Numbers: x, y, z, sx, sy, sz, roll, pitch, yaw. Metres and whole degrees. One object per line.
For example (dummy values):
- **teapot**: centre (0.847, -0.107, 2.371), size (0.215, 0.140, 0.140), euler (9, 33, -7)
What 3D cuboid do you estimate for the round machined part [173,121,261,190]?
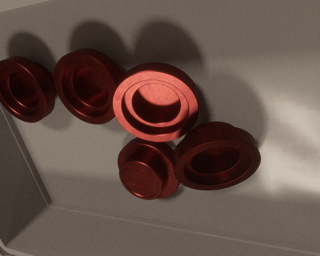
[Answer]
- **round machined part**: centre (0.063, 0.030, 0.363), size (0.099, 0.042, 0.097), euler (-4, 138, -3)

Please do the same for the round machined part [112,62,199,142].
- **round machined part**: centre (-0.003, -0.034, 0.365), size (0.099, 0.042, 0.097), euler (4, 128, 5)

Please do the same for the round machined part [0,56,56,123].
- **round machined part**: centre (-0.195, -0.060, 0.461), size (0.098, 0.042, 0.097), euler (13, 124, 20)

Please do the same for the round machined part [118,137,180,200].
- **round machined part**: centre (-0.019, 0.064, 0.446), size (0.098, 0.042, 0.097), euler (13, 124, 20)

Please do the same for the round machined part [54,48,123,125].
- **round machined part**: centre (-0.085, -0.057, 0.406), size (0.098, 0.042, 0.097), euler (13, 124, 20)
